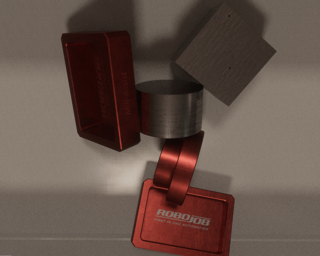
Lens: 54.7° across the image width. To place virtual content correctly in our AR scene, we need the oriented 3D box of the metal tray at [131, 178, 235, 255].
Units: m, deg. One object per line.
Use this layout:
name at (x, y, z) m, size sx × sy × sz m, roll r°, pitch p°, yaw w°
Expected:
metal tray at (0.032, 0.127, 0.430) m, size 0.131 × 0.030 × 0.090 m, roll 12°, pitch 72°, yaw -5°

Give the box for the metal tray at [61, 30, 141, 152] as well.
metal tray at (-0.069, -0.045, 0.362) m, size 0.090 × 0.030 × 0.129 m, roll 15°, pitch 118°, yaw 42°

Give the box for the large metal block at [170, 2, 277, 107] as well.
large metal block at (0.071, -0.085, 0.363) m, size 0.080 × 0.050 × 0.080 m, roll 37°, pitch 99°, yaw -13°

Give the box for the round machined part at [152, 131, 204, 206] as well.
round machined part at (0.021, 0.045, 0.390) m, size 0.042 × 0.098 × 0.097 m, roll 17°, pitch 110°, yaw 5°

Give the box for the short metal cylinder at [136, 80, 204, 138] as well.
short metal cylinder at (0.011, -0.026, 0.373) m, size 0.081 × 0.080 × 0.050 m, roll 0°, pitch 110°, yaw -1°
